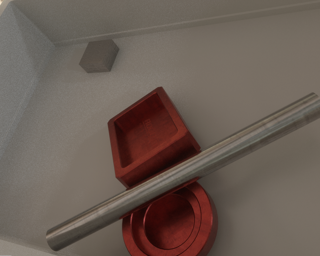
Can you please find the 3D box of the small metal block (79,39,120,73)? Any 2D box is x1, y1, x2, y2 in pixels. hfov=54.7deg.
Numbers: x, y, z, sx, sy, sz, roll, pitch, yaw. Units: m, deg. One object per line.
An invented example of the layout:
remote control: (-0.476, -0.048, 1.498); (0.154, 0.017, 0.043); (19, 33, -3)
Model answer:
small metal block: (-0.105, -0.123, 0.534); (0.050, 0.025, 0.050); (3, 63, 29)

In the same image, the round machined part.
round machined part: (0.013, 0.100, 0.326); (0.098, 0.042, 0.098); (-13, 56, 20)

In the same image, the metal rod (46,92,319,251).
metal rod: (0.019, 0.048, 0.311); (0.301, 0.025, 0.025); (-28, 52, 7)

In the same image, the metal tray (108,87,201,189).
metal tray: (-0.014, 0.007, 0.376); (0.090, 0.030, 0.130); (-33, 31, 6)
